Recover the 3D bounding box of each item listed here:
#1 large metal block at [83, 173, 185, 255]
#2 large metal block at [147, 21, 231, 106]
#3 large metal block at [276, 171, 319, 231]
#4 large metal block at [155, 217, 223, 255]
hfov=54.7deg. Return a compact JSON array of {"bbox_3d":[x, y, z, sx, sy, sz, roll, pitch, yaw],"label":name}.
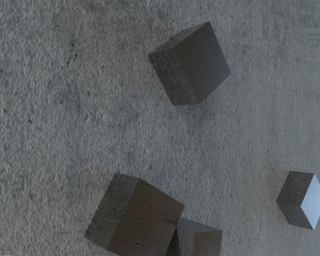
[{"bbox_3d":[-0.028,0.109,0.365,0.080,0.050,0.080,39,67,-33],"label":"large metal block"},{"bbox_3d":[0.042,-0.087,0.423,0.080,0.050,0.080,-43,116,-31],"label":"large metal block"},{"bbox_3d":[0.289,0.146,0.630,0.080,0.050,0.080,-52,121,-27],"label":"large metal block"},{"bbox_3d":[0.028,0.162,0.392,0.050,0.080,0.080,12,83,-40],"label":"large metal block"}]
